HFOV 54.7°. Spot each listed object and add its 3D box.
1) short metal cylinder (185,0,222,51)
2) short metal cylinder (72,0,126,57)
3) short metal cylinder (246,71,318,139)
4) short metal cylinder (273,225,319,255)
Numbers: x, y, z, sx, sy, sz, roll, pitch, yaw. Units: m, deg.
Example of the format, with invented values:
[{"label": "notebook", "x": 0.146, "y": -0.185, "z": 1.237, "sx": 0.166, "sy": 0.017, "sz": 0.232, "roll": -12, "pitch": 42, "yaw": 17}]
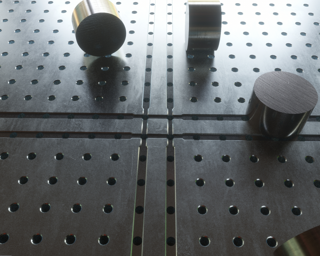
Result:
[{"label": "short metal cylinder", "x": 0.070, "y": -0.169, "z": 0.515, "sx": 0.050, "sy": 0.080, "sz": 0.080, "roll": 0, "pitch": 50, "yaw": 0}, {"label": "short metal cylinder", "x": -0.101, "y": -0.166, "z": 0.510, "sx": 0.081, "sy": 0.080, "sz": 0.050, "roll": -14, "pitch": 52, "yaw": -11}, {"label": "short metal cylinder", "x": 0.162, "y": -0.032, "z": 0.419, "sx": 0.081, "sy": 0.050, "sz": 0.080, "roll": 0, "pitch": 50, "yaw": 0}, {"label": "short metal cylinder", "x": 0.149, "y": 0.121, "z": 0.271, "sx": 0.081, "sy": 0.080, "sz": 0.050, "roll": -12, "pitch": 51, "yaw": -10}]
